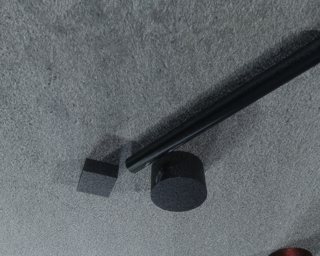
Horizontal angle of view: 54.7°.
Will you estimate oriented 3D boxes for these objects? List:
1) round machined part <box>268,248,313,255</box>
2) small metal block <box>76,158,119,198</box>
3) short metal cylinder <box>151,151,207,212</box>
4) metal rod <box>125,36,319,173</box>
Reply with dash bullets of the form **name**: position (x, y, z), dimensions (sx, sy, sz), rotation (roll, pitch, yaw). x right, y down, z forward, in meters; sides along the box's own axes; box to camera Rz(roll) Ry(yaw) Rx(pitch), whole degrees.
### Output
- **round machined part**: position (0.276, 0.296, 0.651), dimensions (0.099, 0.042, 0.097), rotation (0, 130, 0)
- **small metal block**: position (-0.095, 0.077, 0.472), dimensions (0.050, 0.025, 0.050), rotation (16, 128, -14)
- **short metal cylinder**: position (0.027, 0.080, 0.459), dimensions (0.081, 0.050, 0.079), rotation (0, 130, 0)
- **metal rod**: position (0.072, -0.019, 0.391), dimensions (0.299, 0.025, 0.025), rotation (-33, 123, 25)
